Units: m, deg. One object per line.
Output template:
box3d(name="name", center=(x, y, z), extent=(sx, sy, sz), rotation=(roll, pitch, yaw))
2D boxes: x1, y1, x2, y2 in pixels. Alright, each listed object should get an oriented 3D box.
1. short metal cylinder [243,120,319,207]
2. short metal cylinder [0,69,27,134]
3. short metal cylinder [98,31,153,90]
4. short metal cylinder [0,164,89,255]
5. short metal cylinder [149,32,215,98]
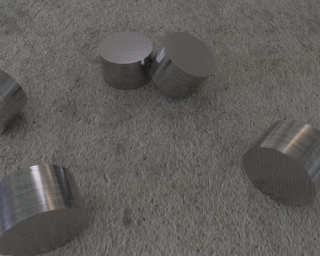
box3d(name="short metal cylinder", center=(0.139, 0.038, 0.337), extent=(0.080, 0.080, 0.050), rotation=(35, 58, 25))
box3d(name="short metal cylinder", center=(-0.222, -0.037, 0.397), extent=(0.080, 0.080, 0.050), rotation=(14, 52, 11))
box3d(name="short metal cylinder", center=(-0.051, -0.104, 0.474), extent=(0.080, 0.050, 0.080), rotation=(0, 50, 0))
box3d(name="short metal cylinder", center=(-0.116, 0.080, 0.299), extent=(0.081, 0.080, 0.050), rotation=(-20, 53, -16))
box3d(name="short metal cylinder", center=(0.031, -0.090, 0.443), extent=(0.081, 0.050, 0.080), rotation=(15, 54, -21))
